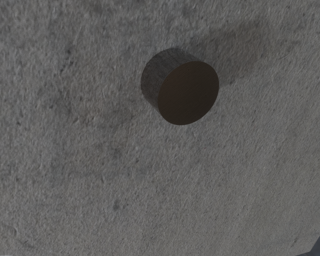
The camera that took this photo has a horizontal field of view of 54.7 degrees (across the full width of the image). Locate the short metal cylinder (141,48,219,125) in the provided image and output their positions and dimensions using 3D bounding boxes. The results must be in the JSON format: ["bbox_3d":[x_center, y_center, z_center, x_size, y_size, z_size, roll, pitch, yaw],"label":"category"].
[{"bbox_3d":[0.023,-0.050,0.374,0.081,0.050,0.079,-14,125,-21],"label":"short metal cylinder"}]
